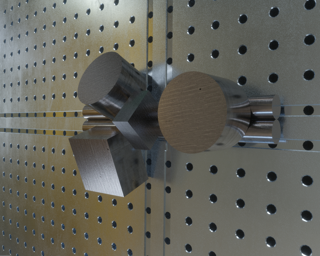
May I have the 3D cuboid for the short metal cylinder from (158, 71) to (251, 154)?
[{"bbox_3d":[0.045,-0.015,0.319,0.080,0.050,0.079,0,90,40],"label":"short metal cylinder"}]

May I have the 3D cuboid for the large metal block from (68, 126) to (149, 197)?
[{"bbox_3d":[-0.071,0.043,0.429,0.080,0.050,0.080,-1,110,40],"label":"large metal block"}]

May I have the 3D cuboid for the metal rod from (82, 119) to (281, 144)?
[{"bbox_3d":[0.001,0.002,0.404,0.300,0.025,0.025,1,91,40],"label":"metal rod"}]

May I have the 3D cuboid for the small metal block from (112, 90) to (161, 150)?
[{"bbox_3d":[-0.022,-0.009,0.370,0.025,0.050,0.050,1,49,40],"label":"small metal block"}]

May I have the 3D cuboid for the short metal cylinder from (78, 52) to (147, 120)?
[{"bbox_3d":[-0.066,-0.056,0.424,0.080,0.050,0.080,-19,55,30],"label":"short metal cylinder"}]

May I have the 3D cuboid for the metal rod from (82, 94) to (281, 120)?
[{"bbox_3d":[0.001,-0.023,0.404,0.300,0.025,0.025,1,91,40],"label":"metal rod"}]
